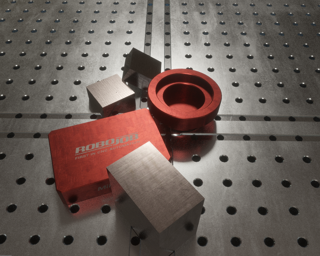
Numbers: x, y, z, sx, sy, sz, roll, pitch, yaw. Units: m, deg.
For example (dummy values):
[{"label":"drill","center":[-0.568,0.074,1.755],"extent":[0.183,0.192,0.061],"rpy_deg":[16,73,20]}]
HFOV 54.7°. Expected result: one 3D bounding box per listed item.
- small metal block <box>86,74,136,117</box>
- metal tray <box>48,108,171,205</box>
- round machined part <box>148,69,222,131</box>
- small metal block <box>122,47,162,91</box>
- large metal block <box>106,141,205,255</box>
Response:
[{"label":"small metal block","center":[-0.070,-0.046,0.445],"extent":[0.050,0.025,0.050],"rpy_deg":[-28,56,-22]},{"label":"metal tray","center":[-0.062,0.030,0.378],"extent":[0.131,0.030,0.090],"rpy_deg":[-15,52,-13]},{"label":"round machined part","center":[0.032,-0.034,0.424],"extent":[0.099,0.042,0.098],"rpy_deg":[2,49,-2]},{"label":"small metal block","center":[-0.026,-0.086,0.465],"extent":[0.050,0.025,0.050],"rpy_deg":[23,46,-23]},{"label":"large metal block","center":[-0.006,0.074,0.309],"extent":[0.050,0.080,0.080],"rpy_deg":[-31,57,-24]}]
